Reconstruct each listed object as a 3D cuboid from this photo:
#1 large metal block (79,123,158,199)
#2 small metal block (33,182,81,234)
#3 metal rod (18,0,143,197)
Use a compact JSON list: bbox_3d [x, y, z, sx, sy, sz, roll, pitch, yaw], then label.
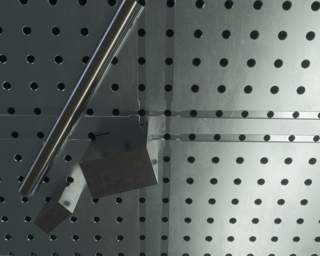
[{"bbox_3d":[-0.048,0.040,0.398,0.080,0.080,0.050,-14,110,5],"label":"large metal block"},{"bbox_3d":[-0.144,0.113,0.440,0.050,0.050,0.025,-41,106,13],"label":"small metal block"},{"bbox_3d":[-0.110,-0.029,0.401,0.025,0.025,0.299,31,107,-11],"label":"metal rod"}]
